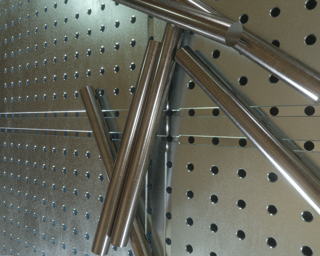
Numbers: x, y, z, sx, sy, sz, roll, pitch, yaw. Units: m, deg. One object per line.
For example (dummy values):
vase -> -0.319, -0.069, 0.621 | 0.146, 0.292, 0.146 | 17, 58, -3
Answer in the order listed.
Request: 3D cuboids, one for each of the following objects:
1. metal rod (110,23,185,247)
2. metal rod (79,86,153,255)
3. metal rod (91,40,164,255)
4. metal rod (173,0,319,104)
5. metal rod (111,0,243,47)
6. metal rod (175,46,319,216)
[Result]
metal rod -> -0.018, 0.012, 0.407 | 0.025, 0.025, 0.298 | 19, 97, 38
metal rod -> -0.067, 0.070, 0.465 | 0.025, 0.025, 0.299 | -34, 69, 35
metal rod -> -0.044, 0.030, 0.425 | 0.025, 0.025, 0.298 | 19, 95, 38
metal rod -> 0.061, -0.124, 0.359 | 0.300, 0.025, 0.025 | 45, 117, 30
metal rod -> -0.017, -0.162, 0.404 | 0.300, 0.025, 0.025 | 38, 113, 40
metal rod -> 0.110, 0.014, 0.318 | 0.300, 0.025, 0.025 | 52, 121, 27
